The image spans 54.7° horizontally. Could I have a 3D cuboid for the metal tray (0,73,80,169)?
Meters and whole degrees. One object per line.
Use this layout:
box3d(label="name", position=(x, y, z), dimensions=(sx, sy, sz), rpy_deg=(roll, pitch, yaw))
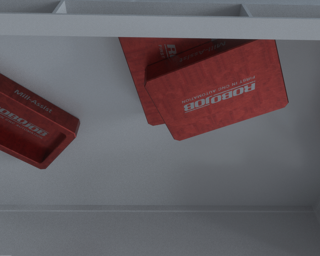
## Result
box3d(label="metal tray", position=(-0.183, -0.007, 0.397), dimensions=(0.130, 0.030, 0.090), rpy_deg=(33, 122, -26))

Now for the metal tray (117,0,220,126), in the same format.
box3d(label="metal tray", position=(0.015, -0.066, 0.350), dimensions=(0.090, 0.030, 0.129), rpy_deg=(-11, 130, 8))

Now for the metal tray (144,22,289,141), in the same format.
box3d(label="metal tray", position=(0.060, -0.044, 0.330), dimensions=(0.130, 0.030, 0.090), rpy_deg=(-19, 128, 14))
